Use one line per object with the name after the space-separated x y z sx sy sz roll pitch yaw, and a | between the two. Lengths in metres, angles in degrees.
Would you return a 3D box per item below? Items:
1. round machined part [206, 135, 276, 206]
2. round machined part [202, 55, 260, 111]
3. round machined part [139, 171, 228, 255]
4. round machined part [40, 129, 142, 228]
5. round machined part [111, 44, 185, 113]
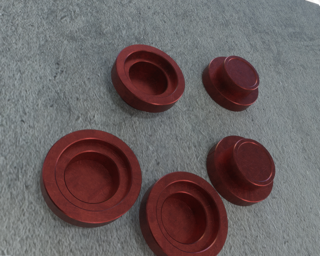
0.116 0.053 0.423 0.099 0.042 0.098 14 56 -21 | round machined part
0.122 -0.079 0.507 0.099 0.042 0.098 14 56 -21 | round machined part
0.022 0.101 0.343 0.099 0.042 0.098 14 56 -21 | round machined part
-0.072 0.054 0.321 0.099 0.042 0.098 14 56 -21 | round machined part
-0.019 -0.062 0.420 0.099 0.042 0.098 14 56 -21 | round machined part
